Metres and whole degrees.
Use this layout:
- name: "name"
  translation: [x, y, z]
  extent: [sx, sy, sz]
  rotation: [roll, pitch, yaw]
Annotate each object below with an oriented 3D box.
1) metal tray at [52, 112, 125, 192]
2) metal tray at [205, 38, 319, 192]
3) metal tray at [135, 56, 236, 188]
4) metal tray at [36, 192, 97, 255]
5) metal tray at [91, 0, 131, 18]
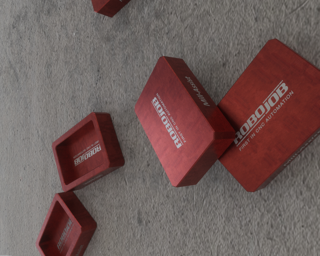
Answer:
- name: "metal tray"
  translation: [-0.120, 0.041, 0.501]
  extent: [0.130, 0.030, 0.090]
  rotation: [-31, 71, 35]
- name: "metal tray"
  translation: [0.108, -0.010, 0.313]
  extent: [0.090, 0.030, 0.129]
  rotation: [50, 119, 28]
- name: "metal tray"
  translation: [0.021, -0.009, 0.359]
  extent: [0.089, 0.030, 0.130]
  rotation: [-59, 46, 37]
- name: "metal tray"
  translation: [-0.167, 0.187, 0.539]
  extent: [0.090, 0.030, 0.129]
  rotation: [41, 115, 32]
- name: "metal tray"
  translation: [-0.054, -0.235, 0.446]
  extent: [0.130, 0.030, 0.090]
  rotation: [-27, 74, 37]
